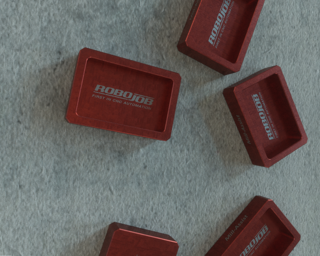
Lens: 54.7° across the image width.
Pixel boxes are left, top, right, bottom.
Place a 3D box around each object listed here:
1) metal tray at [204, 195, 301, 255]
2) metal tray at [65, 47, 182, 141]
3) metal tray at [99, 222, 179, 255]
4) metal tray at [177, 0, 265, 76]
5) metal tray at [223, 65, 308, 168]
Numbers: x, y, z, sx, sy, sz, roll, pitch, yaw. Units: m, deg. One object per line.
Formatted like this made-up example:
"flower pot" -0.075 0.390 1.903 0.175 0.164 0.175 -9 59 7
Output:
"metal tray" 0.139 0.178 0.459 0.130 0.030 0.090 -44 104 -15
"metal tray" -0.044 -0.039 0.390 0.131 0.030 0.090 12 86 -20
"metal tray" -0.039 0.195 0.393 0.091 0.030 0.129 21 83 -19
"metal tray" 0.089 -0.152 0.440 0.091 0.030 0.130 24 82 -19
"metal tray" 0.160 -0.017 0.467 0.091 0.030 0.129 -28 100 -18
